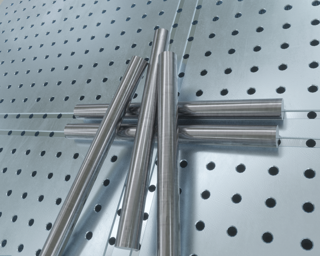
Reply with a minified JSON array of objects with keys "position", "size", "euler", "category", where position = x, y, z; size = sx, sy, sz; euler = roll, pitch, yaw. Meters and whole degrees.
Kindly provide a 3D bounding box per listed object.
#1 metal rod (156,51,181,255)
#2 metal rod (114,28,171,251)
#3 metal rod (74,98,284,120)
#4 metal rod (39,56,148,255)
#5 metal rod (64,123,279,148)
[{"position":[0.009,0.043,0.352],"size":[0.025,0.025,0.299],"euler":[-10,64,22],"category":"metal rod"},{"position":[-0.015,-0.007,0.388],"size":[0.025,0.025,0.299],"euler":[-6,59,25],"category":"metal rod"},{"position":[0.005,-0.023,0.419],"size":[0.300,0.025,0.025],"euler":[1,62,28],"category":"metal rod"},{"position":[-0.085,0.041,0.402],"size":[0.025,0.025,0.299],"euler":[15,76,34],"category":"metal rod"},{"position":[-0.005,0.007,0.406],"size":[0.300,0.025,0.025],"euler":[1,62,28],"category":"metal rod"}]
